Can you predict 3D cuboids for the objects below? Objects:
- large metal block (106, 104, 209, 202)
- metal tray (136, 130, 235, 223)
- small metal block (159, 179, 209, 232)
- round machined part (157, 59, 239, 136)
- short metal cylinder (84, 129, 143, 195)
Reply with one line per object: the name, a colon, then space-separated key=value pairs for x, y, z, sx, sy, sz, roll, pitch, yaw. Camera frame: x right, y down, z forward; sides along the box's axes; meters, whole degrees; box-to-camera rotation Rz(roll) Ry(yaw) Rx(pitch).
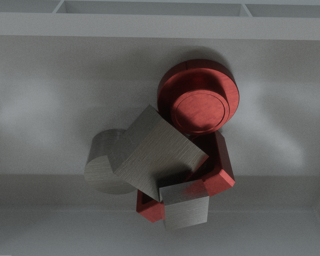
large metal block: x=-0.004 y=0.032 z=0.371 sx=0.080 sy=0.050 sz=0.080 roll=39 pitch=95 yaw=-28
metal tray: x=0.029 y=0.061 z=0.416 sx=0.130 sy=0.090 sz=0.030 roll=-31 pitch=123 yaw=23
small metal block: x=0.028 y=0.090 z=0.359 sx=0.050 sy=0.025 sz=0.050 roll=-10 pitch=130 yaw=-9
round machined part: x=0.046 y=-0.029 z=0.371 sx=0.099 sy=0.042 sz=0.097 roll=-1 pitch=130 yaw=0
short metal cylinder: x=-0.060 y=0.048 z=0.430 sx=0.081 sy=0.050 sz=0.079 roll=0 pitch=130 yaw=0
